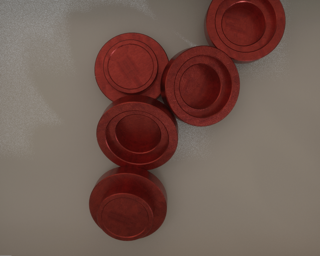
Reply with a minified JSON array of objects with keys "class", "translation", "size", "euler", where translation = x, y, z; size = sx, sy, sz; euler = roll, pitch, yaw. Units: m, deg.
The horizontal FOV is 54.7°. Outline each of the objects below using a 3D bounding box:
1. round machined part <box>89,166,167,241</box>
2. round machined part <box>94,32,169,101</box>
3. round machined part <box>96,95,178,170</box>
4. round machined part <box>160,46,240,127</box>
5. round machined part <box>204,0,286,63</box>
[{"class":"round machined part","translation":[-0.041,0.101,0.388],"size":[0.099,0.042,0.097],"euler":[1,109,3]},{"class":"round machined part","translation":[-0.036,-0.076,0.402],"size":[0.099,0.042,0.097],"euler":[0,90,0]},{"class":"round machined part","translation":[-0.026,0.003,0.389],"size":[0.099,0.042,0.097],"euler":[2,120,4]},{"class":"round machined part","translation":[0.048,-0.053,0.394],"size":[0.099,0.042,0.097],"euler":[-3,100,-16]},{"class":"round machined part","translation":[0.106,-0.132,0.402],"size":[0.099,0.042,0.097],"euler":[0,92,-1]}]
